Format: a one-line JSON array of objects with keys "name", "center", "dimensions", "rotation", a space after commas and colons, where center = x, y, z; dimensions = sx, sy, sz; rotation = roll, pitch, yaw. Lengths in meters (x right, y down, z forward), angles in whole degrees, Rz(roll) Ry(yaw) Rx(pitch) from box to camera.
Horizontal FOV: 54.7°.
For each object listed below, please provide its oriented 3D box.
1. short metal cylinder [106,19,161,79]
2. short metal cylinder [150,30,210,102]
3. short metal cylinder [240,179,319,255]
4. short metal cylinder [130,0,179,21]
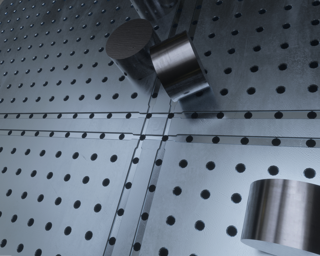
[{"name": "short metal cylinder", "center": [-0.037, -0.123, 0.486], "dimensions": [0.080, 0.050, 0.080], "rotation": [-13, 56, 20]}, {"name": "short metal cylinder", "center": [0.027, -0.080, 0.407], "dimensions": [0.050, 0.080, 0.080], "rotation": [-23, 54, 14]}, {"name": "short metal cylinder", "center": [0.114, 0.081, 0.263], "dimensions": [0.080, 0.080, 0.050], "rotation": [4, 64, 30]}, {"name": "short metal cylinder", "center": [-0.013, -0.236, 0.542], "dimensions": [0.080, 0.050, 0.080], "rotation": [-13, 56, 20]}]
